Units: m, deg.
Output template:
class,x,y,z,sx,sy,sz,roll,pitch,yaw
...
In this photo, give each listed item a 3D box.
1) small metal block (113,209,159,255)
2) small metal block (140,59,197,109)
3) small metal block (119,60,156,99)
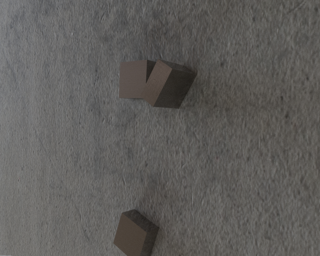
class,x,y,z,sx,sy,sz,roll,pitch,yaw
small metal block,-0.034,0.150,0.431,0.050,0.025,0.050,26,106,36
small metal block,0.011,-0.052,0.378,0.025,0.050,0.050,42,115,32
small metal block,-0.029,-0.065,0.427,0.050,0.025,0.050,5,93,39
